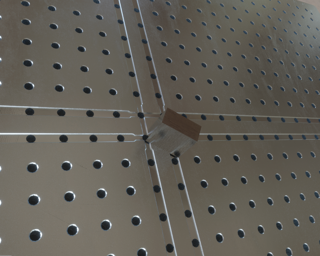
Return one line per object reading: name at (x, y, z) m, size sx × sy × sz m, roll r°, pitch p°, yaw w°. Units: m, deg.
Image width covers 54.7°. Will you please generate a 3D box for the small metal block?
small metal block at (0.017, 0.007, 0.398) m, size 0.050 × 0.050 × 0.025 m, roll 28°, pitch 52°, yaw -11°
